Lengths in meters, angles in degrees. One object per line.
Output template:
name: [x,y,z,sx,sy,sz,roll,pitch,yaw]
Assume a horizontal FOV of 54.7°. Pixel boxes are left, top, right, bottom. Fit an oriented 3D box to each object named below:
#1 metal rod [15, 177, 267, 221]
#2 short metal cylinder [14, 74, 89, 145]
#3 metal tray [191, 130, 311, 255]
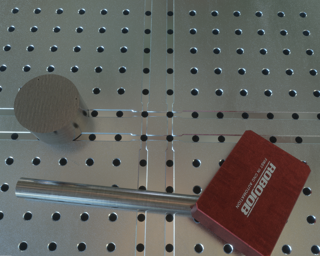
metal rod: [-0.022,0.088,0.379,0.302,0.025,0.025,6,70,2]
short metal cylinder: [-0.140,-0.023,0.406,0.081,0.050,0.080,0,70,0]
metal tray: [0.109,0.074,0.365,0.090,0.030,0.131,34,59,14]
